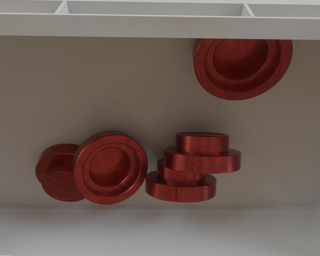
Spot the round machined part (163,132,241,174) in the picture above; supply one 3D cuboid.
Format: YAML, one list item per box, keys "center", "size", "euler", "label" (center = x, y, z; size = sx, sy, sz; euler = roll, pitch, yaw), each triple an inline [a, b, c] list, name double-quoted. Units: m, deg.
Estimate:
- center: [0.054, 0.028, 0.398]
  size: [0.099, 0.098, 0.042]
  euler: [1, 93, -1]
  label: "round machined part"

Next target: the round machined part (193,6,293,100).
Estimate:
- center: [0.084, -0.081, 0.330]
  size: [0.099, 0.042, 0.097]
  euler: [0, 130, 0]
  label: "round machined part"

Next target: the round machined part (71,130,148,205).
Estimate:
- center: [-0.070, 0.050, 0.420]
  size: [0.099, 0.042, 0.097]
  euler: [-7, 107, -23]
  label: "round machined part"

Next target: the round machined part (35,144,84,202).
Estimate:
- center: [-0.134, 0.072, 0.458]
  size: [0.099, 0.042, 0.097]
  euler: [0, 130, 0]
  label: "round machined part"

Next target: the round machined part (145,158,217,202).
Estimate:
- center: [0.029, 0.067, 0.431]
  size: [0.099, 0.098, 0.042]
  euler: [2, 95, -2]
  label: "round machined part"
